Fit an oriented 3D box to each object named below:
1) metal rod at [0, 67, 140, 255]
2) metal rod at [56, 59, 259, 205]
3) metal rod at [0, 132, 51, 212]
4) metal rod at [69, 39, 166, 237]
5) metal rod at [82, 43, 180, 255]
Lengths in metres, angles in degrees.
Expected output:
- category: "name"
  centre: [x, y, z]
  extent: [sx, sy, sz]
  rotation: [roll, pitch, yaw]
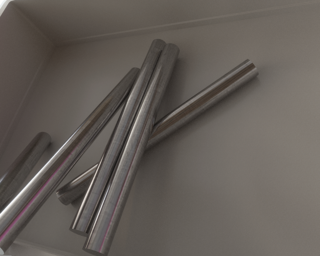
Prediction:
- category: "metal rod"
  centre: [-0.089, 0.009, 0.368]
  extent: [0.025, 0.025, 0.301]
  rotation: [-1, 36, 27]
- category: "metal rod"
  centre: [-0.007, 0.008, 0.402]
  extent: [0.300, 0.025, 0.025]
  rotation: [-35, 52, 5]
- category: "metal rod"
  centre: [-0.174, 0.067, 0.352]
  extent: [0.025, 0.025, 0.300]
  rotation: [-33, 19, 7]
- category: "metal rod"
  centre: [-0.042, -0.010, 0.404]
  extent: [0.025, 0.025, 0.300]
  rotation: [0, 53, 28]
- category: "metal rod"
  centre: [-0.023, 0.001, 0.380]
  extent: [0.025, 0.025, 0.300]
  rotation: [-1, 51, 27]
